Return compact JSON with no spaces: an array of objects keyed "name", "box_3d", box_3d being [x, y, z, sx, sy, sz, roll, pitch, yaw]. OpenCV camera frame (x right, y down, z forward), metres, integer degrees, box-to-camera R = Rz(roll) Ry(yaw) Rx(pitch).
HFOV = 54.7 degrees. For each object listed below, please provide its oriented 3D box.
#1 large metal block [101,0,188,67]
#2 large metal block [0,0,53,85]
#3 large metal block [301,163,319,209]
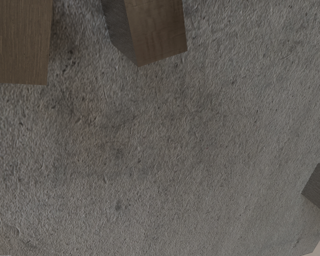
[{"name":"large metal block","box_3d":[-0.020,-0.114,0.290,0.050,0.080,0.080,-22,127,-15]},{"name":"large metal block","box_3d":[-0.139,-0.085,0.262,0.081,0.050,0.079,0,119,-28]},{"name":"large metal block","box_3d":[0.359,0.129,0.647,0.050,0.080,0.079,4,117,-30]}]
